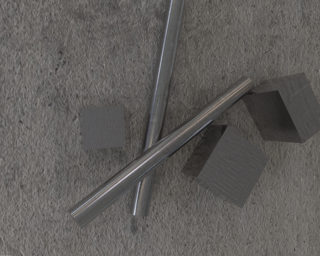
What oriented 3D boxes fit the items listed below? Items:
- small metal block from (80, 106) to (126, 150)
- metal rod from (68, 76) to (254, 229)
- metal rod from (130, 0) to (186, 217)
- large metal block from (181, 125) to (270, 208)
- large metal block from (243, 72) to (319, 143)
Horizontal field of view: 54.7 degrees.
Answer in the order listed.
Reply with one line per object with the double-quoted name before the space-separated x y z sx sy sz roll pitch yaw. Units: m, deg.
"small metal block" -0.071 -0.001 0.383 0.050 0.025 0.050 -4 92 -20
"metal rod" 0.019 0.016 0.393 0.302 0.025 0.025 -37 102 -25
"metal rod" -0.001 -0.036 0.408 0.025 0.025 0.298 11 86 -20
"large metal block" 0.090 0.051 0.430 0.080 0.050 0.080 36 78 -17
"large metal block" 0.176 -0.027 0.445 0.050 0.080 0.080 -33 101 -17
